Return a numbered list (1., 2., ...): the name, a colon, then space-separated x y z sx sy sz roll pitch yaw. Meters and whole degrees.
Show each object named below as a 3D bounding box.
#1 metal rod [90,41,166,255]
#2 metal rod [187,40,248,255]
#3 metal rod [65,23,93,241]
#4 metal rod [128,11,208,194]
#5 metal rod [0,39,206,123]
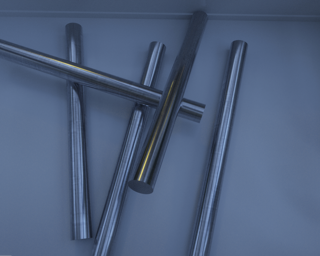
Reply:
1. metal rod: -0.036 0.018 0.402 0.025 0.025 0.299 12 70 4
2. metal rod: 0.080 0.015 0.405 0.025 0.025 0.299 14 70 4
3. metal rod: -0.110 -0.010 0.411 0.025 0.025 0.299 -7 70 -3
4. metal rod: 0.022 -0.056 0.381 0.025 0.025 0.300 16 52 5
5. metal rod: -0.089 -0.065 0.404 0.301 0.025 0.025 18 71 6
